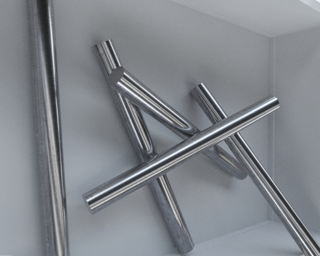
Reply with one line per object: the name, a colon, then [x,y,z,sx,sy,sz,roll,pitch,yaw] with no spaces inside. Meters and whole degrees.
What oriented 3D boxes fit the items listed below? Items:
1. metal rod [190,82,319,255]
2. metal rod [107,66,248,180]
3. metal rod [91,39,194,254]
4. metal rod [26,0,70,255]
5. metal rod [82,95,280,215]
metal rod: [0.139,0.063,0.448,0.025,0.025,0.299,-32,86,-36]
metal rod: [0.046,0.011,0.428,0.301,0.025,0.025,35,68,-41]
metal rod: [-0.015,0.036,0.396,0.025,0.025,0.298,-34,111,-35]
metal rod: [-0.112,0.014,0.313,0.025,0.025,0.298,-5,94,-40]
metal rod: [0.045,0.023,0.398,0.302,0.025,0.025,-26,107,-25]
